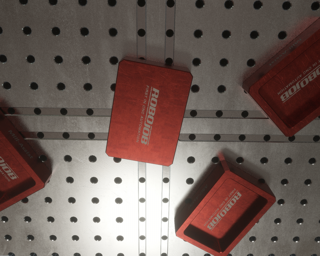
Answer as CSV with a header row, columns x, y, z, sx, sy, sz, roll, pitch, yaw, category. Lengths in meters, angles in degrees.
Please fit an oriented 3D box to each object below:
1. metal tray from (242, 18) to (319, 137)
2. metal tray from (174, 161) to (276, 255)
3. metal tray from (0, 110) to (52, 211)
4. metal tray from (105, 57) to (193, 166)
x,y,z,sx,sy,sz,roll,pitch,yaw,category
0.184,-0.062,0.390,0.130,0.030,0.090,-41,106,13,metal tray
0.093,0.123,0.457,0.090,0.030,0.129,31,107,-11,metal tray
-0.226,0.043,0.423,0.090,0.030,0.130,-29,108,10,metal tray
-0.016,-0.020,0.403,0.091,0.030,0.129,10,110,-4,metal tray
